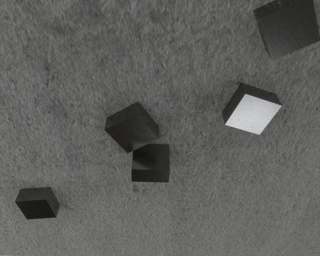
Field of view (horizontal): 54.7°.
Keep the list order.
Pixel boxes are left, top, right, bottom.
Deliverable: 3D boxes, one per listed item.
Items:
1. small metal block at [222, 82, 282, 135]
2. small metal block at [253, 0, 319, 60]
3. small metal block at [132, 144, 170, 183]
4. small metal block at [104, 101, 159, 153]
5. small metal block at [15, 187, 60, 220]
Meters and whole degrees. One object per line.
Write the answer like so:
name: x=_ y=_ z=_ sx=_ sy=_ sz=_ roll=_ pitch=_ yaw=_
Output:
small metal block: x=0.114 y=-0.023 z=0.389 sx=0.050 sy=0.025 sz=0.050 roll=15 pitch=128 yaw=-13
small metal block: x=0.131 y=-0.106 z=0.319 sx=0.050 sy=0.025 sz=0.050 roll=-21 pitch=127 yaw=17
small metal block: x=-0.013 y=0.048 z=0.432 sx=0.050 sy=0.050 sz=0.025 roll=2 pitch=130 yaw=-3
small metal block: x=-0.036 y=0.000 z=0.407 sx=0.050 sy=0.025 sz=0.050 roll=-26 pitch=126 yaw=20
small metal block: x=-0.200 y=0.124 z=0.510 sx=0.050 sy=0.025 sz=0.050 roll=-5 pitch=130 yaw=3
